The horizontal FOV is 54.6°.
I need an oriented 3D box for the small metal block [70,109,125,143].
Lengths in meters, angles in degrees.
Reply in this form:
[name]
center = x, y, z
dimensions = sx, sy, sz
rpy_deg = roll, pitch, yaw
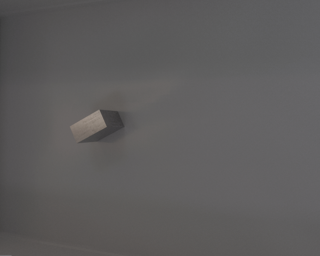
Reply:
[small metal block]
center = -0.085, -0.002, 0.428
dimensions = 0.050, 0.050, 0.025
rpy_deg = -27, 81, 18
